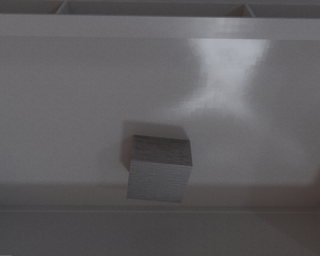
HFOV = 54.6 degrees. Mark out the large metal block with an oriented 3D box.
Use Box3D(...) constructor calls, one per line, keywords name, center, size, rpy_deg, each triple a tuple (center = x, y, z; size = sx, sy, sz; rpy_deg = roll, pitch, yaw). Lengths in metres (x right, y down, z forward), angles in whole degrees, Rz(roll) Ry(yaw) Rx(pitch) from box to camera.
Box3D(name="large metal block", center=(-0.003, 0.060, 0.443), size=(0.080, 0.050, 0.079), rpy_deg=(6, 130, -5))
